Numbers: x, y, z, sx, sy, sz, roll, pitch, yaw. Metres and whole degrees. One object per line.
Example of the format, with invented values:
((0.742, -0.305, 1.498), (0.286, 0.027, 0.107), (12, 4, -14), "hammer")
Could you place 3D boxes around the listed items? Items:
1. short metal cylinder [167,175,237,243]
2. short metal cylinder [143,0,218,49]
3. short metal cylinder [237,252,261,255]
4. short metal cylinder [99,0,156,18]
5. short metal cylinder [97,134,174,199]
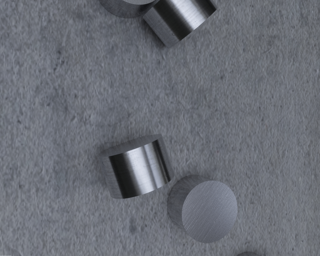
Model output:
((0.056, 0.107, 0.418), (0.081, 0.050, 0.079), (0, 90, -21), "short metal cylinder")
((0.025, -0.146, 0.390), (0.080, 0.080, 0.050), (-45, 104, -15), "short metal cylinder")
((0.140, 0.229, 0.450), (0.081, 0.050, 0.079), (0, 90, -21), "short metal cylinder")
((-0.038, -0.183, 0.382), (0.081, 0.050, 0.079), (0, 90, -21), "short metal cylinder")
((-0.028, 0.044, 0.370), (0.081, 0.080, 0.050), (-20, 97, -19), "short metal cylinder")
